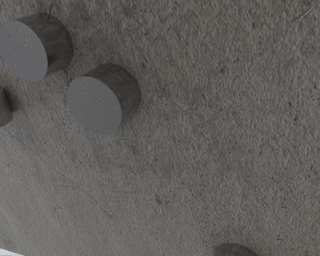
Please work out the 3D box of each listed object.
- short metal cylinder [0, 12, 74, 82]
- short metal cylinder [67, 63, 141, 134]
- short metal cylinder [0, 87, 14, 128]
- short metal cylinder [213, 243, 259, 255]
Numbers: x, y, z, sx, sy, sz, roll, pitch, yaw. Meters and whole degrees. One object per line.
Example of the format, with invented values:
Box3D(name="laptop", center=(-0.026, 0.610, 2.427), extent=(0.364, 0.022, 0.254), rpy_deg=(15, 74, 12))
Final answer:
Box3D(name="short metal cylinder", center=(-0.164, -0.107, 0.411), extent=(0.080, 0.050, 0.079), rpy_deg=(13, 124, 21))
Box3D(name="short metal cylinder", center=(-0.072, -0.039, 0.405), extent=(0.080, 0.050, 0.079), rpy_deg=(13, 124, 21))
Box3D(name="short metal cylinder", center=(-0.290, -0.030, 0.506), extent=(0.080, 0.080, 0.050), rpy_deg=(7, 121, 25))
Box3D(name="short metal cylinder", center=(0.113, 0.223, 0.469), extent=(0.080, 0.050, 0.079), rpy_deg=(13, 124, 21))
